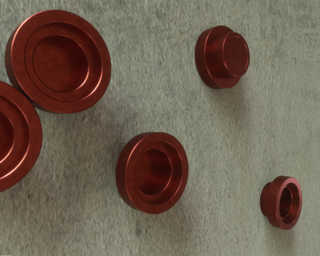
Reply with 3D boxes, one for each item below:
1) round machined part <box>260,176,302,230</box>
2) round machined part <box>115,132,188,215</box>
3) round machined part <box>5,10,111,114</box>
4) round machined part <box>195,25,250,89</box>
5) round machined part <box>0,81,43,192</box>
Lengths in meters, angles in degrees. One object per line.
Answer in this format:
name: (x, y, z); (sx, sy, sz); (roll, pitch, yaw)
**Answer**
round machined part: (0.227, 0.139, 0.588); (0.099, 0.042, 0.097); (0, 90, -40)
round machined part: (-0.014, 0.054, 0.384); (0.099, 0.042, 0.097); (0, 90, -40)
round machined part: (-0.102, -0.062, 0.309); (0.099, 0.042, 0.097); (0, 90, -40)
round machined part: (0.103, -0.111, 0.483); (0.099, 0.042, 0.097); (0, 90, -40)
round machined part: (-0.157, 0.007, 0.263); (0.099, 0.042, 0.097); (0, 90, -40)
